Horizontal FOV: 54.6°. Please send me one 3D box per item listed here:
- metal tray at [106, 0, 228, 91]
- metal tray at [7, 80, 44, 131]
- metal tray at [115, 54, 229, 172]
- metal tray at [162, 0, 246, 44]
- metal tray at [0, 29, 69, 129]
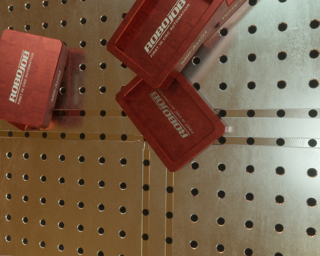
[{"bbox_3d":[0.007,-0.122,0.375,0.090,0.030,0.130,41,103,15],"label":"metal tray"},{"bbox_3d":[-0.236,-0.062,0.494,0.130,0.030,0.090,28,99,17],"label":"metal tray"},{"bbox_3d":[0.014,-0.020,0.405,0.090,0.030,0.130,-41,77,15],"label":"metal tray"},{"bbox_3d":[0.064,-0.183,0.387,0.130,0.030,0.090,-44,76,14],"label":"metal tray"},{"bbox_3d":[-0.196,-0.071,0.455,0.090,0.030,0.129,12,84,2],"label":"metal tray"}]
